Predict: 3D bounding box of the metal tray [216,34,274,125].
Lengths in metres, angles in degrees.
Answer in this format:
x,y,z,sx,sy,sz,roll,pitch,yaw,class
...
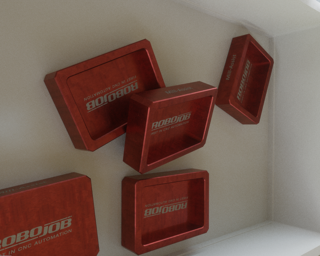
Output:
x,y,z,sx,sy,sz,roll,pitch,yaw,class
0.147,-0.081,0.529,0.090,0.030,0.130,29,72,-37,metal tray

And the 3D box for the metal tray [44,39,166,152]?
x,y,z,sx,sy,sz,roll,pitch,yaw,class
-0.053,-0.041,0.360,0.131,0.030,0.090,-32,110,-36,metal tray

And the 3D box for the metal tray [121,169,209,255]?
x,y,z,sx,sy,sz,roll,pitch,yaw,class
0.012,0.105,0.415,0.131,0.030,0.089,0,90,-40,metal tray

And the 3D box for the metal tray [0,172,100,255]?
x,y,z,sx,sy,sz,roll,pitch,yaw,class
-0.128,0.101,0.298,0.131,0.030,0.089,-10,96,-40,metal tray

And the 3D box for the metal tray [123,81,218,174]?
x,y,z,sx,sy,sz,roll,pitch,yaw,class
0.016,-0.005,0.387,0.131,0.030,0.089,-18,126,-45,metal tray
